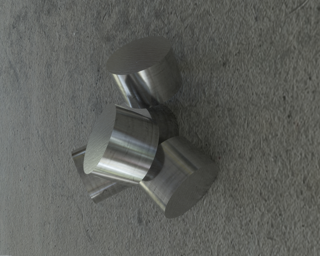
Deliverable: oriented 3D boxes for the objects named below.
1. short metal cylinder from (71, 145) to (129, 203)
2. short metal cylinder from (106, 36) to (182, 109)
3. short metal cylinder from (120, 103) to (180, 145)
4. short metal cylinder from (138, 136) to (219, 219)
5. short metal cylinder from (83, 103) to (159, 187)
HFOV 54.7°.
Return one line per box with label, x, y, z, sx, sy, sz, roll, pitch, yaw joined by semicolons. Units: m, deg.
short metal cylinder;-0.082;0.058;0.431;0.080;0.050;0.080;61;169;22
short metal cylinder;-0.018;-0.069;0.378;0.080;0.080;0.050;18;145;38
short metal cylinder;-0.022;0.006;0.408;0.080;0.050;0.080;0;89;39
short metal cylinder;0.020;0.056;0.354;0.050;0.081;0.080;42;115;32
short metal cylinder;-0.044;0.019;0.339;0.080;0.050;0.080;-45;33;41
